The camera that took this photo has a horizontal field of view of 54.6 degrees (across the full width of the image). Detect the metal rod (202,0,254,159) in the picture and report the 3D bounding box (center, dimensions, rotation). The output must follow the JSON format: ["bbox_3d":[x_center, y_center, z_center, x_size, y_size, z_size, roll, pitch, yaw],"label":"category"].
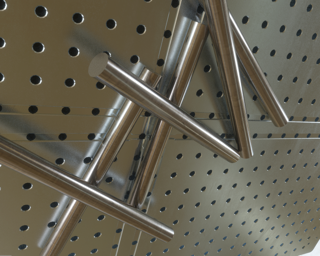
[{"bbox_3d":[0.095,-0.056,0.409,0.025,0.025,0.299,-33,134,-7],"label":"metal rod"}]

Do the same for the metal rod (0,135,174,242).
[{"bbox_3d":[-0.077,0.090,0.390,0.025,0.025,0.301,-46,129,4],"label":"metal rod"}]

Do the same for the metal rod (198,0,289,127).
[{"bbox_3d":[0.114,-0.092,0.415,0.025,0.025,0.300,-44,129,3],"label":"metal rod"}]

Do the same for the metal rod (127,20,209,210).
[{"bbox_3d":[0.001,0.009,0.415,0.025,0.025,0.298,6,115,-31],"label":"metal rod"}]

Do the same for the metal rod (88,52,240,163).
[{"bbox_3d":[0.031,-0.006,0.392,0.025,0.025,0.301,-51,138,8],"label":"metal rod"}]

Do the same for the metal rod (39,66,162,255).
[{"bbox_3d":[-0.083,0.058,0.400,0.025,0.025,0.299,21,107,-36],"label":"metal rod"}]
